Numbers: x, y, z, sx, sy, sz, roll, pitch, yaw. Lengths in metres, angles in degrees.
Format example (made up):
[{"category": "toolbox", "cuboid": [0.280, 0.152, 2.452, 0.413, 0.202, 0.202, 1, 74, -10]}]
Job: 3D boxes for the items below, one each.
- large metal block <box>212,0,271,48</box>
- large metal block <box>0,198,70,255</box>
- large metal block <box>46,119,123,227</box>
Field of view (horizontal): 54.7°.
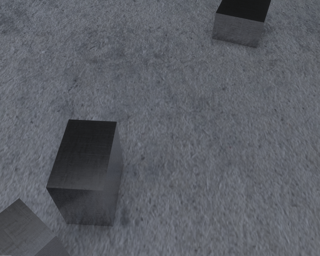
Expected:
[{"category": "large metal block", "cuboid": [0.145, -0.194, 0.552, 0.080, 0.050, 0.080, 17, 52, 13]}, {"category": "large metal block", "cuboid": [-0.127, 0.121, 0.264, 0.050, 0.080, 0.080, 33, 57, 24]}, {"category": "large metal block", "cuboid": [-0.072, 0.048, 0.326, 0.050, 0.080, 0.080, 3, 50, 2]}]
